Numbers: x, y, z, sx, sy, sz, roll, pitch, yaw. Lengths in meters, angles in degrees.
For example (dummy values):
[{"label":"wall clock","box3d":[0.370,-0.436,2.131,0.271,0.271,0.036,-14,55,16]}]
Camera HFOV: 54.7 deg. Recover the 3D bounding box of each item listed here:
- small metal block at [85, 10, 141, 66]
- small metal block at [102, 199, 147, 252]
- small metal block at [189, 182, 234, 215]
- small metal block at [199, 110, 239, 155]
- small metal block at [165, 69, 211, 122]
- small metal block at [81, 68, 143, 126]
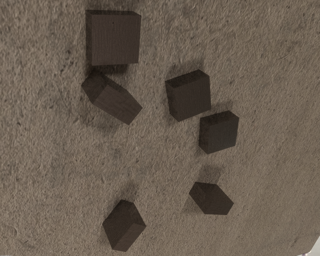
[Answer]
[{"label":"small metal block","box3d":[-0.049,-0.094,0.323,0.050,0.025,0.050,-8,122,-25]},{"label":"small metal block","box3d":[-0.053,0.142,0.451,0.025,0.050,0.050,30,102,-38]},{"label":"small metal block","box3d":[0.084,0.116,0.511,0.050,0.050,0.025,13,111,-34]},{"label":"small metal block","box3d":[0.087,0.006,0.460,0.050,0.025,0.050,-15,125,-21]},{"label":"small metal block","box3d":[0.038,-0.042,0.403,0.050,0.025,0.050,-22,127,-16]},{"label":"small metal block","box3d":[-0.054,-0.035,0.341,0.050,0.050,0.025,33,100,-39]}]
